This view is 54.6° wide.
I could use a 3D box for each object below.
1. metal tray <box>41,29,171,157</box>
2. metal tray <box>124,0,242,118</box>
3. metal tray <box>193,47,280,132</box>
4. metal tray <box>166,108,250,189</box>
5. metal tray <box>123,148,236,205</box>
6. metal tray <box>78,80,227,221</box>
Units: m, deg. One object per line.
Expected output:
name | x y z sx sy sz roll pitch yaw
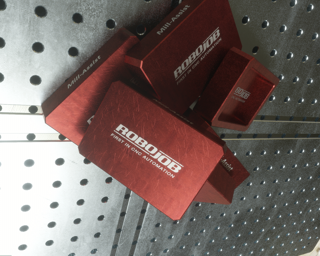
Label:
metal tray | -0.056 -0.035 0.355 0.130 0.030 0.090 -43 130 2
metal tray | 0.032 -0.084 0.349 0.130 0.030 0.090 -47 134 -14
metal tray | 0.104 -0.043 0.406 0.131 0.030 0.090 7 118 -56
metal tray | 0.058 0.019 0.410 0.030 0.090 0.130 -44 129 2
metal tray | 0.018 0.061 0.396 0.090 0.130 0.030 45 54 -39
metal tray | -0.010 0.021 0.320 0.090 0.130 0.030 -59 169 14
